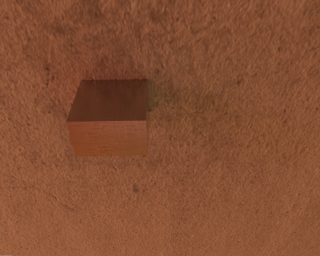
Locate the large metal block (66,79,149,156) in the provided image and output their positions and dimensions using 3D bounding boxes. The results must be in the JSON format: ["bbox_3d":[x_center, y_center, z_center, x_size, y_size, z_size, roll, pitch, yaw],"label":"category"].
[{"bbox_3d":[-0.054,-0.014,0.359,0.081,0.080,0.050,-1,130,0],"label":"large metal block"}]
